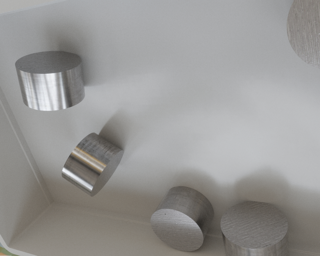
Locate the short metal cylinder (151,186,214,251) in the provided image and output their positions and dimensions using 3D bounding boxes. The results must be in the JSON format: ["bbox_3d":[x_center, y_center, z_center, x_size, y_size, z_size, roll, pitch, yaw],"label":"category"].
[{"bbox_3d":[0.033,0.133,0.457,0.080,0.050,0.079,13,124,21],"label":"short metal cylinder"}]

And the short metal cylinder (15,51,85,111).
[{"bbox_3d":[-0.142,-0.064,0.409,0.080,0.080,0.050,16,125,19],"label":"short metal cylinder"}]

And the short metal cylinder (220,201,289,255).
[{"bbox_3d":[0.121,0.140,0.396,0.080,0.080,0.050,1,119,28],"label":"short metal cylinder"}]

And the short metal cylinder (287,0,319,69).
[{"bbox_3d":[0.150,-0.093,0.256,0.080,0.050,0.079,13,124,21],"label":"short metal cylinder"}]

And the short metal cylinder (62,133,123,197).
[{"bbox_3d":[-0.098,0.054,0.458,0.050,0.080,0.079,32,129,7],"label":"short metal cylinder"}]
